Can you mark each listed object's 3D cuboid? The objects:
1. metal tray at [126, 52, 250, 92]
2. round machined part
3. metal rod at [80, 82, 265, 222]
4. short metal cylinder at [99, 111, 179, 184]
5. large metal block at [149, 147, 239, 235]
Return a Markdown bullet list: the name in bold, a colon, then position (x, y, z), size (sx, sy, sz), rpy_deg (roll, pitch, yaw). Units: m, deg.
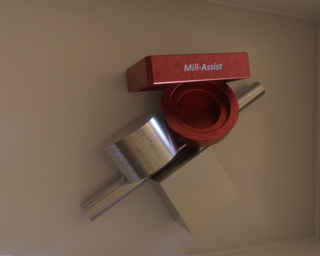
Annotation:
- **metal tray**: position (0.032, -0.068, 0.386), size (0.131, 0.090, 0.030), rpy_deg (-7, 93, -21)
- **round machined part**: position (0.049, -0.020, 0.404), size (0.099, 0.042, 0.098), rpy_deg (2, 66, -4)
- **metal rod**: position (0.029, 0.022, 0.421), size (0.302, 0.025, 0.025), rpy_deg (-34, 102, -17)
- **short metal cylinder**: position (-0.024, 0.022, 0.372), size (0.080, 0.080, 0.050), rpy_deg (-35, 102, -17)
- **large metal block**: position (0.043, 0.078, 0.412), size (0.080, 0.050, 0.080), rpy_deg (-35, 102, -17)
